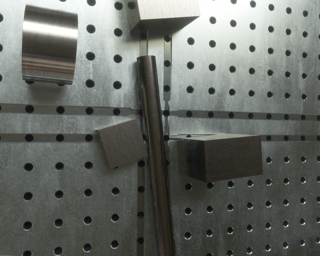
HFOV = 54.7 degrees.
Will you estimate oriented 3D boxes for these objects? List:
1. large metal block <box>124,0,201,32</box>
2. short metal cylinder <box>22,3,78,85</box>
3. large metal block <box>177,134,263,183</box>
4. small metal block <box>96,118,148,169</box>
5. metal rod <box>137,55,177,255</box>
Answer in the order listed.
[{"bbox_3d":[-0.001,-0.174,0.400,0.081,0.050,0.079,-11,94,-20],"label":"large metal block"},{"bbox_3d":[-0.120,-0.090,0.339,0.050,0.080,0.079,3,89,-20],"label":"short metal cylinder"},{"bbox_3d":[0.077,0.036,0.413,0.081,0.080,0.050,-4,92,-20],"label":"large metal block"},{"bbox_3d":[-0.049,0.019,0.395,0.050,0.025,0.050,-18,96,-20],"label":"small metal block"},{"bbox_3d":[-0.003,0.055,0.412,0.025,0.025,0.298,-7,93,-20],"label":"metal rod"}]
